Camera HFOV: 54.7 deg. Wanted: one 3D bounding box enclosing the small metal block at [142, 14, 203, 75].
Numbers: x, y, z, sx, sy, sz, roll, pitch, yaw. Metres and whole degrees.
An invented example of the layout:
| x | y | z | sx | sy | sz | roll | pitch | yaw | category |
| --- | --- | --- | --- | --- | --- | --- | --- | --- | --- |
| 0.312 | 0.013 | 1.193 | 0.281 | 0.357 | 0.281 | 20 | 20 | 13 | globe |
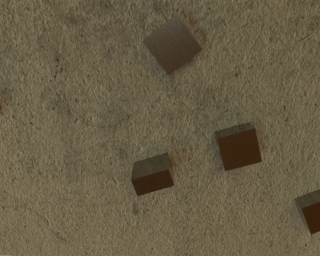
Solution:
| x | y | z | sx | sy | sz | roll | pitch | yaw | category |
| --- | --- | --- | --- | --- | --- | --- | --- | --- | --- |
| 0.015 | -0.101 | 0.373 | 0.050 | 0.025 | 0.050 | -36 | 107 | 12 | small metal block |

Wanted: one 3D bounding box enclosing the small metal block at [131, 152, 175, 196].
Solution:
| x | y | z | sx | sy | sz | roll | pitch | yaw | category |
| --- | --- | --- | --- | --- | --- | --- | --- | --- | --- |
| -0.009 | 0.061 | 0.419 | 0.050 | 0.050 | 0.025 | -17 | 109 | 6 | small metal block |

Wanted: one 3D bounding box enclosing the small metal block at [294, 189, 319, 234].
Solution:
| x | y | z | sx | sy | sz | roll | pitch | yaw | category |
| --- | --- | --- | --- | --- | --- | --- | --- | --- | --- |
| 0.235 | 0.121 | 0.457 | 0.050 | 0.025 | 0.050 | -24 | 109 | 8 | small metal block |

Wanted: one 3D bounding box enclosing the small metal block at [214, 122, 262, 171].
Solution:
| x | y | z | sx | sy | sz | roll | pitch | yaw | category |
| --- | --- | --- | --- | --- | --- | --- | --- | --- | --- |
| 0.105 | 0.025 | 0.420 | 0.050 | 0.025 | 0.050 | -15 | 110 | 5 | small metal block |
